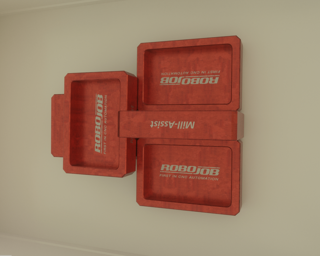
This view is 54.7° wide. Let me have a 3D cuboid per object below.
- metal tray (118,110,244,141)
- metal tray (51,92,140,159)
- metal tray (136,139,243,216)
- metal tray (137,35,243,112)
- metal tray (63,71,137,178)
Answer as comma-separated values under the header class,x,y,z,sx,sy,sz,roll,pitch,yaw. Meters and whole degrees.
class,x,y,z,sx,sy,sz,roll,pitch,yaw
metal tray,0.028,-0.004,0.363,0.130,0.090,0.030,1,91,19
metal tray,-0.090,-0.003,0.435,0.130,0.030,0.089,0,90,19
metal tray,0.036,0.057,0.393,0.130,0.030,0.089,1,90,19
metal tray,0.036,-0.064,0.393,0.130,0.030,0.089,1,90,19
metal tray,-0.078,-0.005,0.399,0.090,0.030,0.129,1,90,19
